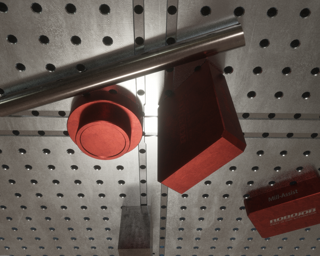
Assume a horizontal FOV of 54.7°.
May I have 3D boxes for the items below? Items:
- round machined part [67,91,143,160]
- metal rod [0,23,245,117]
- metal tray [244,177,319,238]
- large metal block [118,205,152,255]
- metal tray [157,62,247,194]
[{"bbox_3d":[-0.071,0.004,0.403,0.099,0.042,0.097,-1,130,0],"label":"round machined part"},{"bbox_3d":[-0.056,-0.062,0.357,0.301,0.025,0.025,-14,129,11],"label":"metal rod"},{"bbox_3d":[0.223,0.140,0.531,0.130,0.030,0.090,-23,127,18],"label":"metal tray"},{"bbox_3d":[-0.040,0.193,0.540,0.050,0.080,0.079,-2,130,1],"label":"large metal block"},{"bbox_3d":[0.037,-0.004,0.340,0.030,0.130,0.090,34,122,-25],"label":"metal tray"}]
